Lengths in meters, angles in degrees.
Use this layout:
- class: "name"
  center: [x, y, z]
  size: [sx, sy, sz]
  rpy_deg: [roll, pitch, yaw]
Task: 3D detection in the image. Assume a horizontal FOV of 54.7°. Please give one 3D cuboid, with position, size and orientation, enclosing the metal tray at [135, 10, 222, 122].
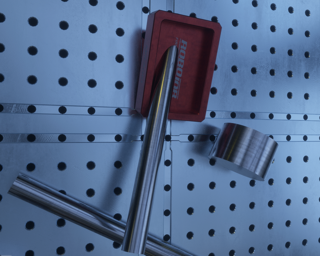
- class: "metal tray"
  center: [0.023, -0.076, 0.402]
  size: [0.091, 0.030, 0.129]
  rpy_deg: [5, 102, -20]

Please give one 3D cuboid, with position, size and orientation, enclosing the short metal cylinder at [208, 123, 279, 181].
- class: "short metal cylinder"
  center: [0.114, 0.033, 0.425]
  size: [0.080, 0.080, 0.050]
  rpy_deg: [29, 81, -18]

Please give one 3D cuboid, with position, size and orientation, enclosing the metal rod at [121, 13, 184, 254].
- class: "metal rod"
  center: [-0.003, -0.008, 0.376]
  size: [0.025, 0.025, 0.299]
  rpy_deg: [17, 71, -19]

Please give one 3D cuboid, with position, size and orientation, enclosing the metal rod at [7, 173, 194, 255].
- class: "metal rod"
  center: [-0.044, 0.137, 0.396]
  size: [0.301, 0.025, 0.025]
  rpy_deg: [31, 80, -18]
